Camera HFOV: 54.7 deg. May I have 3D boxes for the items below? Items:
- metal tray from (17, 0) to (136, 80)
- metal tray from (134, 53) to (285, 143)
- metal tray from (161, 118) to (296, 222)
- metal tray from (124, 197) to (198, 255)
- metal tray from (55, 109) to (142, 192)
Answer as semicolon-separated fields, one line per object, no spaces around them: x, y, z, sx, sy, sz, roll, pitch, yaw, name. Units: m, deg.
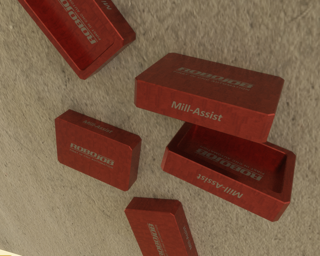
-0.102;-0.134;0.372;0.090;0.030;0.130;-30;102;37;metal tray
0.051;-0.037;0.314;0.130;0.090;0.030;17;125;17;metal tray
0.078;0.037;0.345;0.130;0.090;0.030;24;127;13;metal tray
0.004;0.176;0.509;0.090;0.030;0.129;-4;117;29;metal tray
-0.096;0.034;0.473;0.130;0.030;0.089;20;126;15;metal tray
